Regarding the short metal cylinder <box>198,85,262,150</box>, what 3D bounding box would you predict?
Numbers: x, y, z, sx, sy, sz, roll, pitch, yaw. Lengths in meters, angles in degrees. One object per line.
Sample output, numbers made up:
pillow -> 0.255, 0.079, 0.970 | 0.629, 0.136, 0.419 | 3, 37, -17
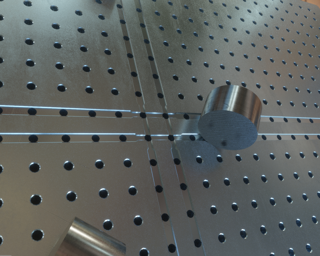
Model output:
short metal cylinder -> 0.098, -0.013, 0.434 | 0.080, 0.080, 0.050 | 30, 52, -9

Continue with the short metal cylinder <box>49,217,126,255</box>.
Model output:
short metal cylinder -> -0.071, 0.123, 0.259 | 0.050, 0.080, 0.080 | 32, 52, -8
